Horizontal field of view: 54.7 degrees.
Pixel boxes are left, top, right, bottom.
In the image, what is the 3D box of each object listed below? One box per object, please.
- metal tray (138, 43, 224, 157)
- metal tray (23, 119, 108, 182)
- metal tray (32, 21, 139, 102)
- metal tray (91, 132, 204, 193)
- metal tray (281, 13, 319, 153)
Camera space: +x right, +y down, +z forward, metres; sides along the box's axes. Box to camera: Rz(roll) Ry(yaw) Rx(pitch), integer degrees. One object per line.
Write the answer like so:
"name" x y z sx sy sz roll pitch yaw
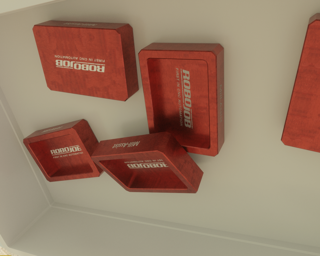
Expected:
"metal tray" 0.028 -0.033 0.369 0.090 0.030 0.129 7 122 24
"metal tray" -0.156 0.041 0.513 0.130 0.030 0.090 -11 113 33
"metal tray" -0.095 -0.088 0.401 0.130 0.030 0.089 10 123 22
"metal tray" -0.019 0.051 0.419 0.130 0.030 0.090 -9 133 39
"metal tray" 0.175 -0.035 0.292 0.090 0.030 0.129 13 124 21
